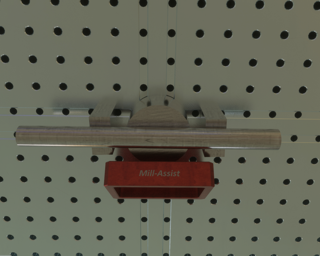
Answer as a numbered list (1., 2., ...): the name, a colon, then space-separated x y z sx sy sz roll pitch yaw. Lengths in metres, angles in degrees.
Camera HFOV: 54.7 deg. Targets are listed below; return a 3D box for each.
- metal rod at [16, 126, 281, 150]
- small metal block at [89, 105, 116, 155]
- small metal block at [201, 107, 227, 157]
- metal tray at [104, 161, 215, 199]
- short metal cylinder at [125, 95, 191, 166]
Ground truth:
1. metal rod: -0.013 0.012 0.364 0.302 0.025 0.025 1 110 0
2. small metal block: -0.072 0.001 0.400 0.025 0.050 0.050 -1 110 0
3. small metal block: 0.068 0.004 0.402 0.025 0.050 0.050 -1 110 0
4. metal tray: -0.001 0.071 0.407 0.131 0.090 0.030 0 67 0
5. short metal cylinder: -0.002 0.002 0.400 0.081 0.050 0.079 0 110 0
